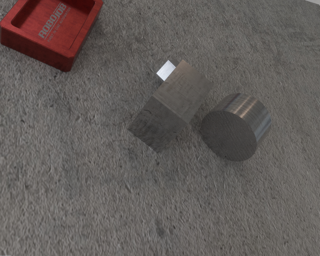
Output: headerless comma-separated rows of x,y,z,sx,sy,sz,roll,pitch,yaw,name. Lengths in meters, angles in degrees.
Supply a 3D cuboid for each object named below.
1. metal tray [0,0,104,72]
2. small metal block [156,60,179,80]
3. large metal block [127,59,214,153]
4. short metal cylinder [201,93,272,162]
-0.139,-0.145,0.413,0.090,0.030,0.130,24,53,-14,metal tray
0.028,-0.072,0.448,0.050,0.025,0.050,45,20,3,small metal block
0.013,-0.026,0.391,0.050,0.080,0.080,38,51,-3,large metal block
0.104,-0.001,0.425,0.080,0.080,0.050,46,51,4,short metal cylinder
